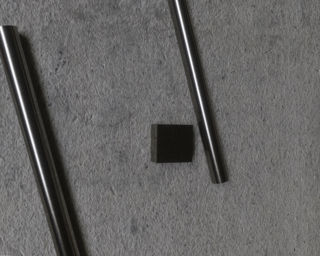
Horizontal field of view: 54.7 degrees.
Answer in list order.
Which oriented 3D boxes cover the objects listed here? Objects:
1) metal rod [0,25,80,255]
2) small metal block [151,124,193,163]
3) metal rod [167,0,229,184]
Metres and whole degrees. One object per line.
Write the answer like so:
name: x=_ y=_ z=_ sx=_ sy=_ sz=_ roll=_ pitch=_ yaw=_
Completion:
metal rod: x=-0.137 y=0.034 z=0.358 sx=0.025 sy=0.025 sz=0.298 roll=-15 pitch=95 yaw=-19
small metal block: x=0.016 y=0.020 z=0.415 sx=0.050 sy=0.025 sz=0.050 roll=1 pitch=90 yaw=-20
metal rod: x=0.049 y=-0.069 z=0.427 sx=0.025 sy=0.025 sz=0.298 roll=-16 pitch=96 yaw=-19
